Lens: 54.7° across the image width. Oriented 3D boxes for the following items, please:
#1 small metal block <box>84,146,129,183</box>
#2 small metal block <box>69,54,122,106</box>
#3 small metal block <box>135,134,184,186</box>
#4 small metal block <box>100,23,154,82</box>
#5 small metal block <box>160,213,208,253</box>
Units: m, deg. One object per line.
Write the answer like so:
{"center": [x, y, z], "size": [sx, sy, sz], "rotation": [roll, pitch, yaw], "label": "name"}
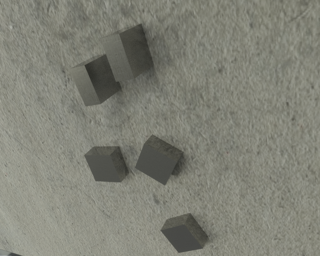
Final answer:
{"center": [-0.083, 0.056, 0.483], "size": [0.050, 0.025, 0.050], "rotation": [-3, 117, 29], "label": "small metal block"}
{"center": [-0.080, -0.062, 0.393], "size": [0.025, 0.050, 0.050], "rotation": [-6, 116, 30], "label": "small metal block"}
{"center": [-0.002, 0.045, 0.434], "size": [0.050, 0.025, 0.050], "rotation": [29, 128, 9], "label": "small metal block"}
{"center": [-0.036, -0.087, 0.354], "size": [0.025, 0.050, 0.050], "rotation": [-4, 117, 30], "label": "small metal block"}
{"center": [0.038, 0.166, 0.488], "size": [0.050, 0.025, 0.050], "rotation": [-28, 103, 37], "label": "small metal block"}
